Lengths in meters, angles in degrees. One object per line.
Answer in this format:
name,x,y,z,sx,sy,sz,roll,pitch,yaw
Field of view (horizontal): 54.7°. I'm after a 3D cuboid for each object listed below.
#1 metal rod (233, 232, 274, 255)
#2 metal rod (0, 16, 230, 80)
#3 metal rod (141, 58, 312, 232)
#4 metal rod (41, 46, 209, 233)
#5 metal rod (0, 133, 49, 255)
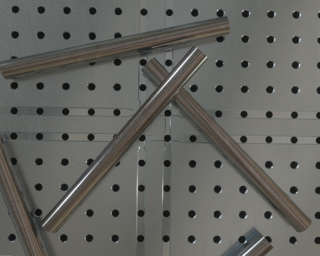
metal rod,0.030,0.249,0.413,0.300,0.025,0.025,-41,91,-1
metal rod,-0.058,-0.107,0.412,0.302,0.025,0.025,-12,90,-1
metal rod,0.088,0.023,0.414,0.025,0.025,0.300,-44,91,0
metal rod,-0.048,0.019,0.397,0.025,0.025,0.299,41,96,-1
metal rod,-0.170,0.150,0.411,0.025,0.025,0.299,-21,90,0
